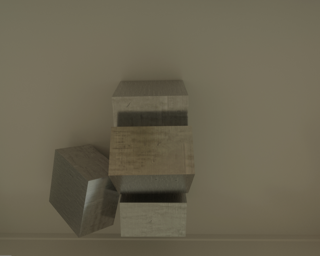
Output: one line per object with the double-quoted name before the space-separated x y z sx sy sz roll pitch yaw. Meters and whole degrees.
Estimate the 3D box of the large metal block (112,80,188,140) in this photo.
"large metal block" -0.010 -0.024 0.370 0.081 0.080 0.050 -1 110 0

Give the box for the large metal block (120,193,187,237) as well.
"large metal block" -0.008 0.099 0.416 0.081 0.080 0.050 0 110 -1

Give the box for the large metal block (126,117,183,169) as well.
"large metal block" -0.010 0.031 0.409 0.081 0.050 0.079 -1 110 0

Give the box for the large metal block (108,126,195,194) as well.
"large metal block" -0.008 0.037 0.334 0.081 0.080 0.050 -1 65 0

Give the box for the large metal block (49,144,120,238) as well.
"large metal block" -0.097 0.077 0.399 0.050 0.080 0.079 -7 119 -44
